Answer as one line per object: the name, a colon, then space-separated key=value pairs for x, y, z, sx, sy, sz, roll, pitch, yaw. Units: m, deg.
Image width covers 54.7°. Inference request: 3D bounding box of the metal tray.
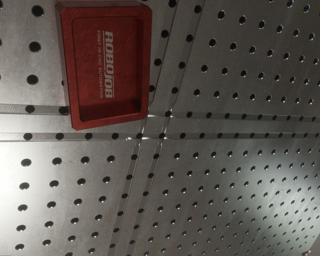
metal tray: x=-0.058 y=-0.066 z=0.336 sx=0.091 sy=0.030 sz=0.129 roll=-11 pitch=123 yaw=-23
